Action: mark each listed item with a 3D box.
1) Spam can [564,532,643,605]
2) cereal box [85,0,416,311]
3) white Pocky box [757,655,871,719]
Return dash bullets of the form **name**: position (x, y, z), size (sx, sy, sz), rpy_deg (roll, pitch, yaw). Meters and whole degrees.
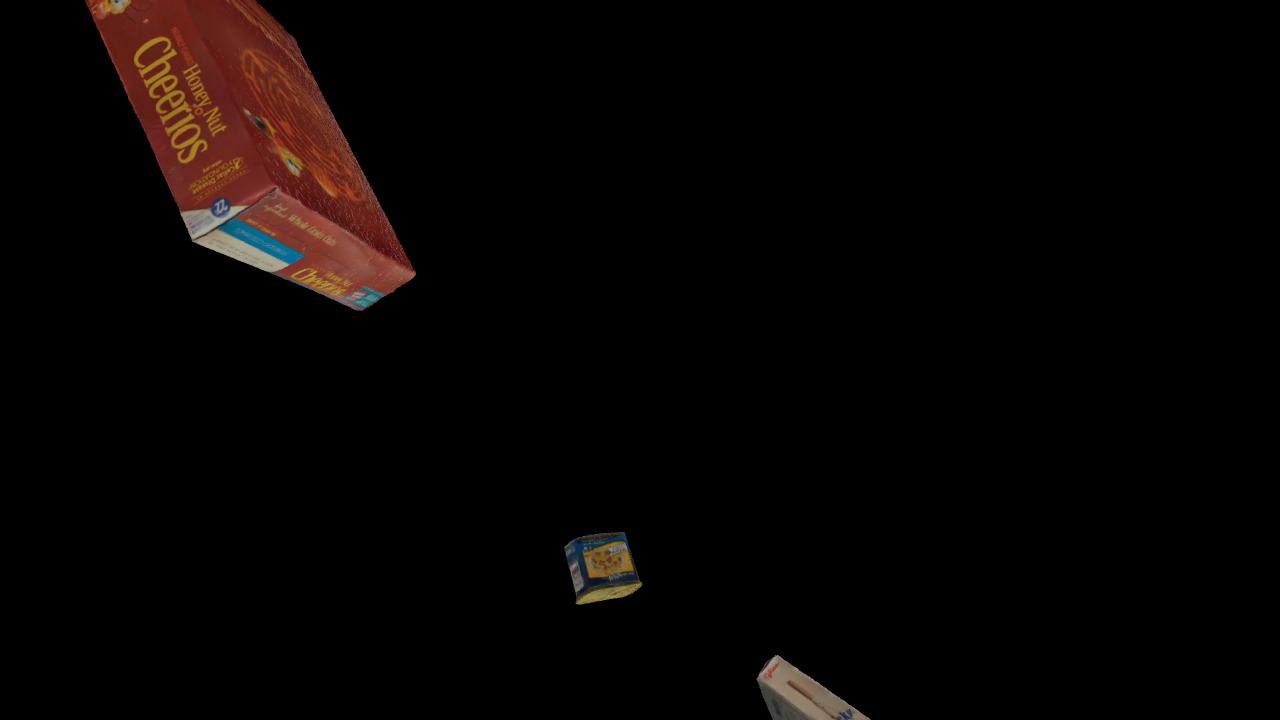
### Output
- **Spam can**: position (-0.057, 0.310, 0.923), size (0.101, 0.085, 0.058), rpy_deg (6, -40, -36)
- **cereal box**: position (-0.328, -0.204, 0.525), size (0.081, 0.306, 0.203), rpy_deg (-30, -10, 1)
- **white Pocky box**: position (0.152, 0.273, 0.413), size (0.028, 0.084, 0.154), rpy_deg (-35, 30, -27)
